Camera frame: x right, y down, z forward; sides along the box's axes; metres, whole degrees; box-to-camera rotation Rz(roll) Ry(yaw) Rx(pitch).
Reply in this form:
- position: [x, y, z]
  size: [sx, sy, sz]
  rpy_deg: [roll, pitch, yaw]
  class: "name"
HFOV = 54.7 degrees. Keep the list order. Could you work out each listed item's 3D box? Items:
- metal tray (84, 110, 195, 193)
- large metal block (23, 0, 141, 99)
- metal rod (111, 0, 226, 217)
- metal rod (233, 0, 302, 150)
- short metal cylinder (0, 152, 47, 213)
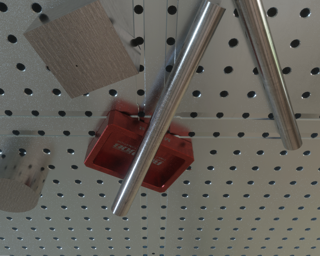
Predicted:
- position: [-0.029, 0.038, 0.440]
  size: [0.131, 0.030, 0.089]
  rpy_deg: [24, 126, -20]
  class: "metal tray"
- position: [-0.074, -0.087, 0.320]
  size: [0.080, 0.050, 0.080]
  rpy_deg: [-18, 128, 14]
  class: "large metal block"
- position: [-0.002, -0.003, 0.375]
  size: [0.025, 0.025, 0.298]
  rpy_deg: [17, 118, -15]
  class: "metal rod"
- position: [0.118, -0.079, 0.345]
  size: [0.025, 0.025, 0.299]
  rpy_deg: [-21, 127, 17]
  class: "metal rod"
- position: [-0.216, 0.082, 0.462]
  size: [0.081, 0.050, 0.079]
  rpy_deg: [0, 130, 0]
  class: "short metal cylinder"
